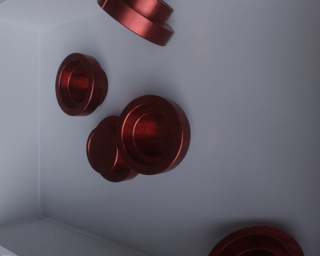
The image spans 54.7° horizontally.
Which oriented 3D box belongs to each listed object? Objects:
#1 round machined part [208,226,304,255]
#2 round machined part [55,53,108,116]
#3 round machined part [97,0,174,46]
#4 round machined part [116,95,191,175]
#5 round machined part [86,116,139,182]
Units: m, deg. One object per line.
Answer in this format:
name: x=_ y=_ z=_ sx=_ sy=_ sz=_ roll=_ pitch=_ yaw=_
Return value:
round machined part: x=0.093 y=0.145 z=0.294 sx=0.098 sy=0.098 sz=0.042 roll=-14 pitch=115 yaw=39
round machined part: x=-0.121 y=-0.067 z=0.492 sx=0.098 sy=0.042 sz=0.097 roll=0 pitch=90 yaw=39
round machined part: x=-0.023 y=-0.145 z=0.376 sx=0.098 sy=0.099 sz=0.042 roll=48 pitch=114 yaw=29
round machined part: x=-0.005 y=0.009 z=0.392 sx=0.098 sy=0.042 sz=0.097 roll=-1 pitch=87 yaw=32
round machined part: x=-0.070 y=0.031 z=0.451 sx=0.098 sy=0.042 sz=0.097 roll=0 pitch=90 yaw=39
